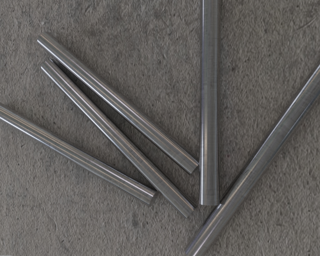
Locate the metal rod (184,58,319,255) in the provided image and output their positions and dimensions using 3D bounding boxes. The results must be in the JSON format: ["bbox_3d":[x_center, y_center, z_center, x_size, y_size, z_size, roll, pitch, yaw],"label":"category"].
[{"bbox_3d":[0.120,0.037,0.366,0.025,0.025,0.299,36,101,16],"label":"metal rod"}]

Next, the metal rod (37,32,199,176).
[{"bbox_3d":[-0.065,-0.042,0.431,0.300,0.025,0.025,40,103,15],"label":"metal rod"}]

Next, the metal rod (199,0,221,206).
[{"bbox_3d":[0.061,-0.058,0.380,0.025,0.025,0.298,0,87,20],"label":"metal rod"}]

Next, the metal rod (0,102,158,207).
[{"bbox_3d":[-0.137,0.031,0.457,0.301,0.025,0.025,26,99,18],"label":"metal rod"}]

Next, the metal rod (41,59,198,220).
[{"bbox_3d":[-0.064,0.007,0.431,0.300,0.025,0.025,44,104,14],"label":"metal rod"}]
